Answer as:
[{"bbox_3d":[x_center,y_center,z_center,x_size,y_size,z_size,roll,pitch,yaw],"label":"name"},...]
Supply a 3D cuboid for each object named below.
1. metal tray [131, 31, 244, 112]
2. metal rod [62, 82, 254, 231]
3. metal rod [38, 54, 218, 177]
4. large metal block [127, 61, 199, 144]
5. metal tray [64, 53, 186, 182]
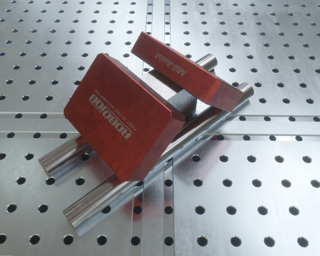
[{"bbox_3d":[0.035,-0.071,0.397,0.130,0.030,0.090,39,16,27],"label":"metal tray"},{"bbox_3d":[0.016,0.021,0.391,0.302,0.025,0.025,-34,58,-26],"label":"metal rod"},{"bbox_3d":[-0.027,-0.031,0.433,0.302,0.025,0.025,-35,59,-26],"label":"metal rod"},{"bbox_3d":[0.001,-0.028,0.394,0.080,0.080,0.050,-35,59,-26],"label":"large metal block"},{"bbox_3d":[-0.045,-0.014,0.349,0.130,0.030,0.090,43,105,29],"label":"metal tray"}]
